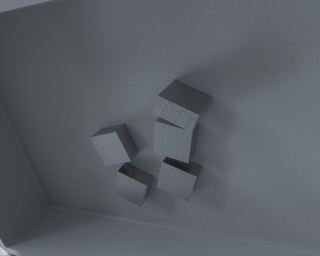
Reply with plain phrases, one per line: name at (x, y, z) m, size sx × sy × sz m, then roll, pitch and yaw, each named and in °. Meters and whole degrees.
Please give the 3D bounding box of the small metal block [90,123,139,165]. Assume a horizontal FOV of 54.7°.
small metal block at (-0.066, 0.025, 0.457) m, size 0.050 × 0.025 × 0.050 m, roll -12°, pitch 113°, yaw 33°

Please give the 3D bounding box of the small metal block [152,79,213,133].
small metal block at (0.027, -0.027, 0.360) m, size 0.050 × 0.050 × 0.025 m, roll 27°, pitch 128°, yaw 11°

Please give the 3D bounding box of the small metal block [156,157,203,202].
small metal block at (0.027, 0.069, 0.436) m, size 0.050 × 0.025 × 0.050 m, roll 22°, pitch 127°, yaw 14°

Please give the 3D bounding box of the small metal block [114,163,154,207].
small metal block at (-0.041, 0.088, 0.483) m, size 0.050 × 0.025 × 0.050 m, roll 24°, pitch 127°, yaw 12°

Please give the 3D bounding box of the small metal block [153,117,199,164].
small metal block at (0.020, 0.013, 0.405) m, size 0.050 × 0.025 × 0.050 m, roll 16°, pitch 125°, yaw 18°
